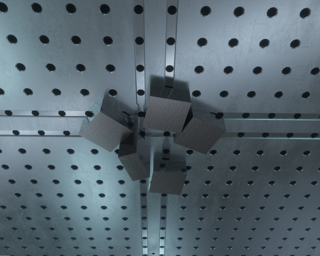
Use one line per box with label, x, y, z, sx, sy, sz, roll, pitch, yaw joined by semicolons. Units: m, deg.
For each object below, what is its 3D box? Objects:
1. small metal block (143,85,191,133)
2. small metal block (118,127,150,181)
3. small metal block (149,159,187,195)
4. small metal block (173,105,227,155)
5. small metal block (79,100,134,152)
small metal block;0.008;-0.023;0.392;0.050;0.025;0.050;9;130;-8
small metal block;-0.034;0.036;0.425;0.025;0.050;0.050;-15;129;12
small metal block;0.011;0.076;0.477;0.050;0.025;0.050;7;130;-6
small metal block;0.052;0.003;0.416;0.050;0.025;0.050;21;127;-18
small metal block;-0.070;-0.001;0.410;0.050;0.025;0.050;33;123;-25
